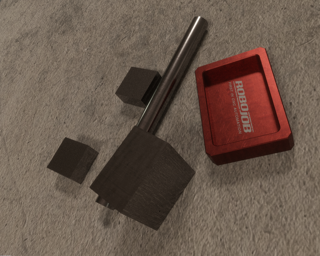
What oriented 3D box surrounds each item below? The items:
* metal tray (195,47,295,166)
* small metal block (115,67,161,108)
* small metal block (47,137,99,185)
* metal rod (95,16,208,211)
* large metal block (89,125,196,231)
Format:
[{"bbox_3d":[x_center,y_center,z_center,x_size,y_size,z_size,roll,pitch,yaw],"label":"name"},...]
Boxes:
[{"bbox_3d":[0.095,-0.028,0.367,0.090,0.030,0.130,-15,56,19],"label":"metal tray"},{"bbox_3d":[-0.029,-0.059,0.454,0.050,0.025,0.050,17,71,34],"label":"small metal block"},{"bbox_3d":[-0.123,0.046,0.439,0.050,0.025,0.050,15,69,33],"label":"small metal block"},{"bbox_3d":[-0.004,-0.032,0.423,0.025,0.025,0.300,15,69,34],"label":"metal rod"},{"bbox_3d":[-0.015,0.057,0.341,0.050,0.080,0.080,27,76,37],"label":"large metal block"}]
